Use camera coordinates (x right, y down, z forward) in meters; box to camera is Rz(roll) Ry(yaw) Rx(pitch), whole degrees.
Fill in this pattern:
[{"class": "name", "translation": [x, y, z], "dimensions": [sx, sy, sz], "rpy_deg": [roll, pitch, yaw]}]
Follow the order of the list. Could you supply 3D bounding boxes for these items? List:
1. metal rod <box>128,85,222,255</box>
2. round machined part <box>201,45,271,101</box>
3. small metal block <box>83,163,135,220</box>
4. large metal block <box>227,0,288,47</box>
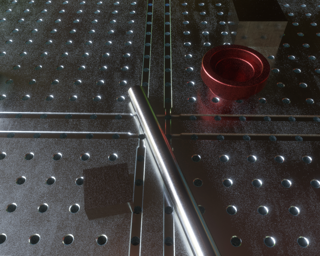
[{"class": "metal rod", "translation": [0.015, 0.056, 0.360], "dimensions": [0.025, 0.025, 0.299], "rpy_deg": [-15, 52, -13]}, {"class": "round machined part", "translation": [0.110, -0.079, 0.465], "dimensions": [0.099, 0.042, 0.098], "rpy_deg": [0, 50, 0]}, {"class": "small metal block", "translation": [-0.058, 0.070, 0.348], "dimensions": [0.050, 0.025, 0.050], "rpy_deg": [-8, 51, -8]}, {"class": "large metal block", "translation": [0.170, -0.190, 0.553], "dimensions": [0.081, 0.050, 0.080], "rpy_deg": [0, 50, -1]}]
